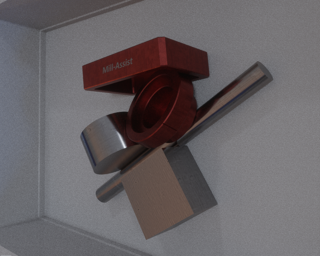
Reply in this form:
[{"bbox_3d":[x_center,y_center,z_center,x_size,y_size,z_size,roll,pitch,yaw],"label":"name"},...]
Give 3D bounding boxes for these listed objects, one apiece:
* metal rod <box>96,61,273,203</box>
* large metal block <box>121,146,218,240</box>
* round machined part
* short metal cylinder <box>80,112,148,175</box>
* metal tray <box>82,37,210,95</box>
[{"bbox_3d":[0.010,0.022,0.395,0.299,0.025,0.025,-40,66,32],"label":"metal rod"},{"bbox_3d":[0.009,0.077,0.378,0.080,0.050,0.080,-40,66,32],"label":"large metal block"},{"bbox_3d":[0.005,-0.020,0.370,0.098,0.042,0.098,-35,40,36],"label":"round machined part"},{"bbox_3d":[-0.059,0.021,0.416,0.080,0.081,0.050,-40,66,32],"label":"short metal cylinder"},{"bbox_3d":[-0.019,-0.068,0.375,0.130,0.091,0.030,-8,85,39],"label":"metal tray"}]
